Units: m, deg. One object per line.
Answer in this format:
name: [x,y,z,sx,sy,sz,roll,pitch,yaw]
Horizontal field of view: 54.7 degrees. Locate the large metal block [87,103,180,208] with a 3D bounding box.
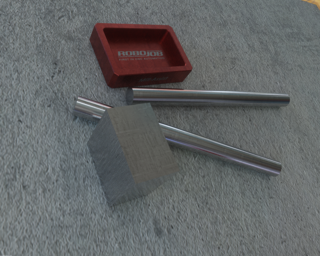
large metal block: [-0.033,0.030,0.333,0.050,0.080,0.080,-11,68,-33]

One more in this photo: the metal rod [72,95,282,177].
metal rod: [0.036,0.017,0.414,0.302,0.025,0.025,18,55,-18]

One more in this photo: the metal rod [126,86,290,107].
metal rod: [0.092,-0.046,0.483,0.303,0.025,0.025,-2,63,-29]

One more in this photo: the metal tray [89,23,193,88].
metal tray: [-0.026,-0.108,0.453,0.131,0.030,0.090,-11,67,-33]
